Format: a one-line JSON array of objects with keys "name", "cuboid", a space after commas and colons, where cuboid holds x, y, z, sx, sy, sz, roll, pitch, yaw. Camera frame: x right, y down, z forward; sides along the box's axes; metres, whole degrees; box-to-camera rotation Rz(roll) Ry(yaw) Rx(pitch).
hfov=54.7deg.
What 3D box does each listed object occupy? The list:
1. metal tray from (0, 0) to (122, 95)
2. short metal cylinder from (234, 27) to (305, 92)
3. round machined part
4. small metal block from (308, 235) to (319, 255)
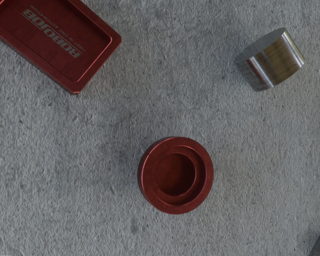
[{"name": "metal tray", "cuboid": [-0.123, -0.112, 0.360, 0.130, 0.030, 0.090, 39, 77, -16]}, {"name": "short metal cylinder", "cuboid": [0.153, -0.096, 0.436, 0.080, 0.080, 0.050, -42, 104, -15]}, {"name": "round machined part", "cuboid": [0.017, 0.059, 0.407, 0.099, 0.042, 0.097, 0, 90, -20]}, {"name": "small metal block", "cuboid": [0.282, 0.210, 0.514, 0.050, 0.025, 0.050, 39, 78, -16]}]
